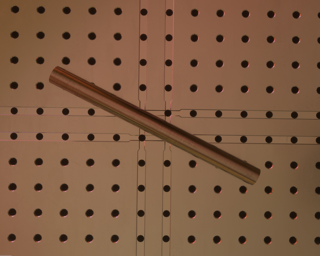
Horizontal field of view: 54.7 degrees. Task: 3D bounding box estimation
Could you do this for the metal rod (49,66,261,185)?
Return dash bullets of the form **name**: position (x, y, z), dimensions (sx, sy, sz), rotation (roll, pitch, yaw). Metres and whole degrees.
- **metal rod**: position (-0.006, -0.003, 0.413), dimensions (0.301, 0.025, 0.025), rotation (27, 90, -1)
